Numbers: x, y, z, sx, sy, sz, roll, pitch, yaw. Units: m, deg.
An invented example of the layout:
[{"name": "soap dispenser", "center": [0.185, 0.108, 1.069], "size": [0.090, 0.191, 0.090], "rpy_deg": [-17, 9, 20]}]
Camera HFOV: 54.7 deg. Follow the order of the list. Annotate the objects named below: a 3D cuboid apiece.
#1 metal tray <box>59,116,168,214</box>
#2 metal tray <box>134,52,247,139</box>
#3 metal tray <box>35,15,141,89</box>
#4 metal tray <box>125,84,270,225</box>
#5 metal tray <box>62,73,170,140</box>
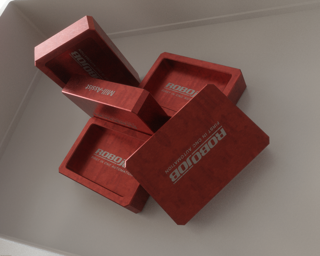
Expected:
[{"name": "metal tray", "center": [-0.061, 0.043, 0.403], "size": [0.130, 0.030, 0.090], "rpy_deg": [17, 70, 34]}, {"name": "metal tray", "center": [0.034, -0.047, 0.410], "size": [0.130, 0.030, 0.090], "rpy_deg": [23, 74, 36]}, {"name": "metal tray", "center": [-0.095, -0.081, 0.433], "size": [0.090, 0.130, 0.030], "rpy_deg": [-27, 53, 12]}, {"name": "metal tray", "center": [0.039, 0.028, 0.337], "size": [0.130, 0.030, 0.090], "rpy_deg": [-43, 80, -2]}, {"name": "metal tray", "center": [-0.053, -0.024, 0.401], "size": [0.130, 0.090, 0.030], "rpy_deg": [17, 71, 34]}]
